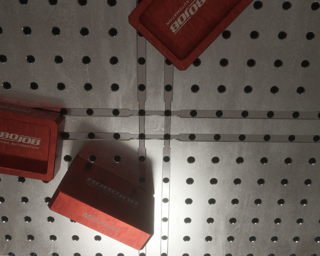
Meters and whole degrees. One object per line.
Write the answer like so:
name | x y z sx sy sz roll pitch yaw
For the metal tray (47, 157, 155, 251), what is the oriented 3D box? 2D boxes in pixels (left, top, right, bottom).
metal tray | -0.071 0.098 0.413 0.131 0.090 0.030 29 107 -11

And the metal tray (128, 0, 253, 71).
metal tray | 0.038 -0.143 0.358 0.090 0.030 0.130 41 105 -14

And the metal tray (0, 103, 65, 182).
metal tray | -0.200 0.016 0.413 0.131 0.030 0.089 10 110 -5
